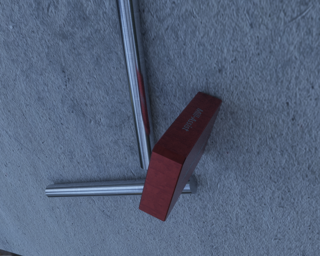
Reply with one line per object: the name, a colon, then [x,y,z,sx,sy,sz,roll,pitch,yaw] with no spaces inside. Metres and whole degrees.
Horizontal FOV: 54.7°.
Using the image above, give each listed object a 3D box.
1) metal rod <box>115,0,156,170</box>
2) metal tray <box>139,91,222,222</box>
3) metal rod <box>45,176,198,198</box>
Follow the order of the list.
metal rod: [-0.030,-0.077,0.373,0.025,0.025,0.298,8,122,24]
metal tray: [0.026,0.026,0.341,0.030,0.131,0.089,24,127,14]
metal rod: [-0.080,0.099,0.507,0.300,0.025,0.025,-9,114,31]
